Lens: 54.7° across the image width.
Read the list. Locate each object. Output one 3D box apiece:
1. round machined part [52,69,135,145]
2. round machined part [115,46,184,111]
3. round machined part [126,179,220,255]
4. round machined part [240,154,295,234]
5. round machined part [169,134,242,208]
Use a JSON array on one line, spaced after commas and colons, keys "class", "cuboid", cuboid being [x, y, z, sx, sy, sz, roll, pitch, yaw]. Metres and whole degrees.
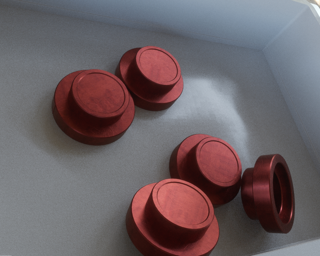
[{"class": "round machined part", "cuboid": [-0.076, -0.032, 0.373, 0.099, 0.042, 0.098, 14, 56, -21]}, {"class": "round machined part", "cuboid": [-0.010, -0.076, 0.436, 0.099, 0.042, 0.098, 14, 56, -21]}, {"class": "round machined part", "cuboid": [0.017, 0.091, 0.324, 0.099, 0.042, 0.098, 16, 31, -10]}, {"class": "round machined part", "cuboid": [0.138, 0.084, 0.400, 0.099, 0.042, 0.098, 18, 67, -50]}, {"class": "round machined part", "cuboid": [0.065, 0.050, 0.399, 0.099, 0.042, 0.098, 14, 56, -21]}]
